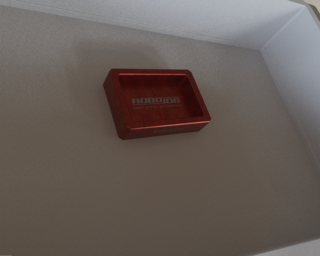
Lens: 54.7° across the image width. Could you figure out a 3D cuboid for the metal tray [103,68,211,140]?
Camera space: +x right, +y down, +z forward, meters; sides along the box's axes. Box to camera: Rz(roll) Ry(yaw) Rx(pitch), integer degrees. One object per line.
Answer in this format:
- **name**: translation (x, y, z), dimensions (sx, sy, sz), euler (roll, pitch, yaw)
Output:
- **metal tray**: translation (-0.002, -0.036, 0.424), dimensions (0.131, 0.030, 0.090), euler (-6, 65, -31)
